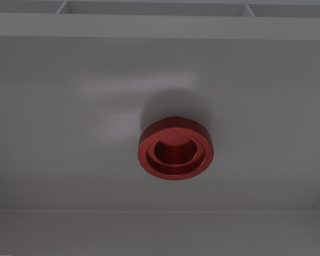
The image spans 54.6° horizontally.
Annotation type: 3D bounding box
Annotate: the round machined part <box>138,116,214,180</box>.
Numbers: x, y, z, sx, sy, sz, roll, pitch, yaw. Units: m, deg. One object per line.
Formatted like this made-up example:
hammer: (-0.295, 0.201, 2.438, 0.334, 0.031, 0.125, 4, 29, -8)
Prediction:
round machined part: (0.021, 0.023, 0.418, 0.099, 0.042, 0.097, 0, 130, 0)
